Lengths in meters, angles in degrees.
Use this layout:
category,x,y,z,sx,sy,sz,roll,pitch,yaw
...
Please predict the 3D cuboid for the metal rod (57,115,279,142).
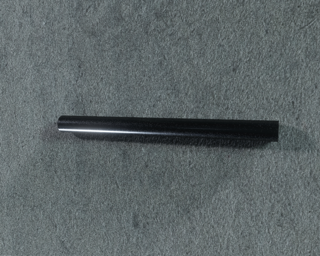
category,x,y,z,sx,sy,sz,roll,pitch,yaw
metal rod,-0.003,-0.001,0.412,0.301,0.025,0.025,2,91,20
